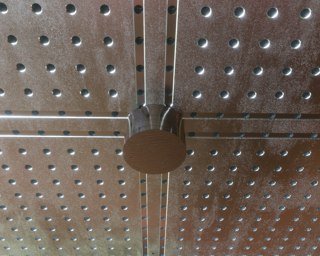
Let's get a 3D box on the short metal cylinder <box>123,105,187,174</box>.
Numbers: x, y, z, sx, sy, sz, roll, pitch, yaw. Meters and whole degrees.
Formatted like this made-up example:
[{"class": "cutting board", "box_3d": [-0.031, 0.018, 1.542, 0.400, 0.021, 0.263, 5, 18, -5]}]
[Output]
[{"class": "short metal cylinder", "box_3d": [-0.007, 0.016, 0.408, 0.081, 0.050, 0.079, 0, 130, 0]}]
